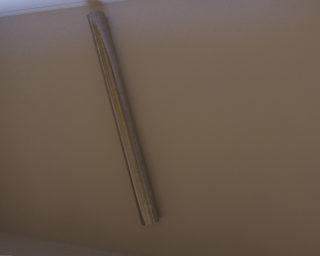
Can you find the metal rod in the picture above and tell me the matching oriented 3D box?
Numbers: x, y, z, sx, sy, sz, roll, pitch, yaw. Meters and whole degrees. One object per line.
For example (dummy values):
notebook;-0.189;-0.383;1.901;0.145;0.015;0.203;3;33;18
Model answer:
metal rod;-0.052;-0.017;0.427;0.025;0.025;0.298;-17;84;19
